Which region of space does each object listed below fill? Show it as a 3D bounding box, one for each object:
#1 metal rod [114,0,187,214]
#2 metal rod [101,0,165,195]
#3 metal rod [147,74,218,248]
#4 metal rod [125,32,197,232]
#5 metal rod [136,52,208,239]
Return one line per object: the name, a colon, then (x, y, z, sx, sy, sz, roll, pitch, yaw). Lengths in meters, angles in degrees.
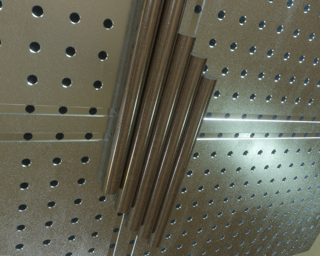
metal rod: (-0.018, -0.014, 0.393, 0.025, 0.025, 0.298, 1, 118, -29)
metal rod: (-0.032, -0.047, 0.365, 0.025, 0.025, 0.298, 1, 118, -29)
metal rod: (0.026, 0.063, 0.466, 0.025, 0.025, 0.298, 1, 118, -29)
metal rod: (-0.006, 0.021, 0.422, 0.025, 0.025, 0.298, 1, 118, -29)
metal rod: (0.010, 0.041, 0.443, 0.025, 0.025, 0.298, 1, 118, -29)
